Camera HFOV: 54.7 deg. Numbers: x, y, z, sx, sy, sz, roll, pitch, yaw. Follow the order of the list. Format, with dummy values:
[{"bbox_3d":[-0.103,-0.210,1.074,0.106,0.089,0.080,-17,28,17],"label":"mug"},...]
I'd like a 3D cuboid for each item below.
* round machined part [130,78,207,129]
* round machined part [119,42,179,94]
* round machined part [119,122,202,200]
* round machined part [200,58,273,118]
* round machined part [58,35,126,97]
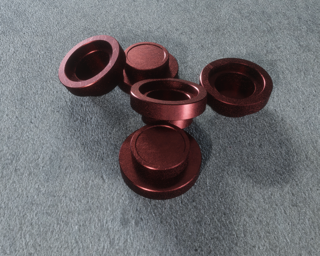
[{"bbox_3d":[0.011,-0.030,0.406,0.099,0.042,0.098,2,27,-1],"label":"round machined part"},{"bbox_3d":[-0.021,-0.095,0.472,0.099,0.042,0.098,0,50,0],"label":"round machined part"},{"bbox_3d":[0.001,0.031,0.367,0.099,0.042,0.098,0,50,0],"label":"round machined part"},{"bbox_3d":[0.105,-0.053,0.439,0.099,0.042,0.098,0,50,0],"label":"round machined part"},{"bbox_3d":[-0.093,-0.085,0.450,0.098,0.042,0.098,-11,56,17],"label":"round machined part"}]
